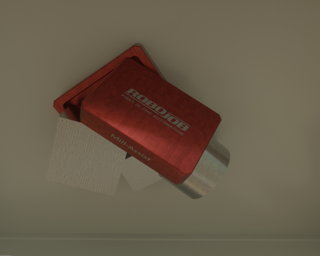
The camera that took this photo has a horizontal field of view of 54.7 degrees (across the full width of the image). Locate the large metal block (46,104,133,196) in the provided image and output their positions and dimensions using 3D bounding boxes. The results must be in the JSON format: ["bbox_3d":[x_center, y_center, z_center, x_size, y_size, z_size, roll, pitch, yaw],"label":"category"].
[{"bbox_3d":[-0.081,0.025,0.370,0.080,0.050,0.079,15,109,-6],"label":"large metal block"}]

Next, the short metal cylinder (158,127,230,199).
[{"bbox_3d":[0.043,0.043,0.398,0.050,0.080,0.080,38,106,-13],"label":"short metal cylinder"}]

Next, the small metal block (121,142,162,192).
[{"bbox_3d":[-0.025,0.053,0.429,0.050,0.025,0.050,-27,108,9],"label":"small metal block"}]

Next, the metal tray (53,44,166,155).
[{"bbox_3d":[-0.054,-0.034,0.393,0.130,0.030,0.090,-32,107,10],"label":"metal tray"}]

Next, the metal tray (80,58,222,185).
[{"bbox_3d":[-0.008,-0.011,0.340,0.130,0.090,0.030,33,145,3],"label":"metal tray"}]
